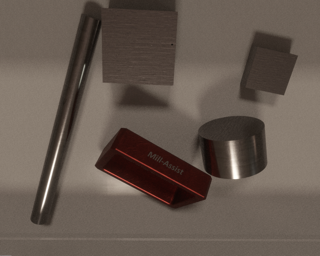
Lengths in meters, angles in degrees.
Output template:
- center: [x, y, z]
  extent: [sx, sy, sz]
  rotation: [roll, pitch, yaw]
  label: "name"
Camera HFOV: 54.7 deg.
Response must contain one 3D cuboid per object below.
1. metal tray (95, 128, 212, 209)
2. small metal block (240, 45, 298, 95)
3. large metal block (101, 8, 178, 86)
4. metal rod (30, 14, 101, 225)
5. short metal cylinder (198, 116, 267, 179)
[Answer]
- center: [-0.011, 0.057, 0.401]
  extent: [0.131, 0.030, 0.090]
  rotation: [30, 149, -11]
  label: "metal tray"
- center: [0.135, -0.072, 0.387]
  extent: [0.050, 0.025, 0.050]
  rotation: [11, 110, -5]
  label: "small metal block"
- center: [-0.023, -0.096, 0.362]
  extent: [0.081, 0.050, 0.079]
  rotation: [2, 110, -2]
  label: "large metal block"
- center: [-0.129, 0.003, 0.410]
  extent: [0.025, 0.025, 0.298]
  rotation: [18, 109, -7]
  label: "metal rod"
- center: [0.092, 0.022, 0.392]
  extent: [0.080, 0.080, 0.050]
  rotation: [-10, 110, 3]
  label: "short metal cylinder"
